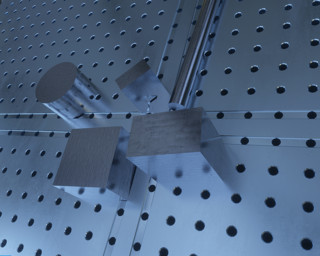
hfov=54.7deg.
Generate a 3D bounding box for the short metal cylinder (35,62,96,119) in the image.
[{"bbox_3d":[-0.154,-0.061,0.508,0.080,0.050,0.080,-13,56,20],"label":"short metal cylinder"}]

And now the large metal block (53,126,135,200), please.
[{"bbox_3d":[-0.080,0.046,0.404,0.080,0.050,0.080,-3,60,26],"label":"large metal block"}]

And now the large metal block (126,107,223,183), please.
[{"bbox_3d":[0.020,0.023,0.347,0.080,0.080,0.050,-7,59,24],"label":"large metal block"}]

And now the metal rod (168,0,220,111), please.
[{"bbox_3d":[0.067,-0.158,0.468,0.025,0.025,0.300,5,64,30],"label":"metal rod"}]

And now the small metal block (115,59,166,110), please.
[{"bbox_3d":[-0.027,-0.062,0.443,0.050,0.050,0.025,-36,52,4],"label":"small metal block"}]
